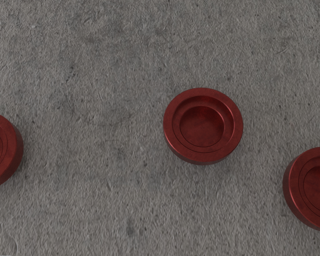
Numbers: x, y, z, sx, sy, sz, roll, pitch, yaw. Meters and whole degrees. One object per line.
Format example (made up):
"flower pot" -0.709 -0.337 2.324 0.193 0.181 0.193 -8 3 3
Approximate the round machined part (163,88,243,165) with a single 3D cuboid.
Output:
"round machined part" 0.053 0.001 0.399 0.099 0.042 0.098 0 70 0

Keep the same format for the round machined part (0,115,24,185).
"round machined part" -0.219 0.031 0.386 0.099 0.042 0.098 0 70 0

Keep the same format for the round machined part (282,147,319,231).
"round machined part" 0.197 0.075 0.373 0.099 0.042 0.098 0 70 0
